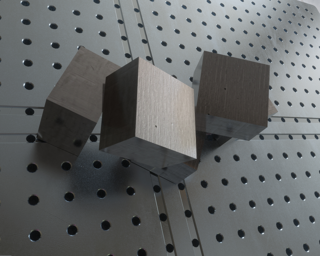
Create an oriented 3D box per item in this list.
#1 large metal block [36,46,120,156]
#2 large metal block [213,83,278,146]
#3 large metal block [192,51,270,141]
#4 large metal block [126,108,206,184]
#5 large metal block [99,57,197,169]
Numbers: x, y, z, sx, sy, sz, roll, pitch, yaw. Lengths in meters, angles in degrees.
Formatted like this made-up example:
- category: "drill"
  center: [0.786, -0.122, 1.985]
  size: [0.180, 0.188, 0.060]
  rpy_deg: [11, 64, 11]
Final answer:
- category: "large metal block"
  center: [-0.089, -0.028, 0.342]
  size: [0.050, 0.080, 0.080]
  rpy_deg: [27, 52, -12]
- category: "large metal block"
  center: [0.107, -0.031, 0.452]
  size: [0.050, 0.080, 0.080]
  rpy_deg: [-18, 71, -35]
- category: "large metal block"
  center: [0.081, -0.037, 0.371]
  size: [0.081, 0.050, 0.080]
  rpy_deg: [12, 68, -4]
- category: "large metal block"
  center: [0.008, 0.012, 0.390]
  size: [0.080, 0.050, 0.080]
  rpy_deg: [28, 52, -11]
- category: "large metal block"
  center: [-0.010, -0.011, 0.311]
  size: [0.080, 0.050, 0.080]
  rpy_deg: [23, 57, -41]
